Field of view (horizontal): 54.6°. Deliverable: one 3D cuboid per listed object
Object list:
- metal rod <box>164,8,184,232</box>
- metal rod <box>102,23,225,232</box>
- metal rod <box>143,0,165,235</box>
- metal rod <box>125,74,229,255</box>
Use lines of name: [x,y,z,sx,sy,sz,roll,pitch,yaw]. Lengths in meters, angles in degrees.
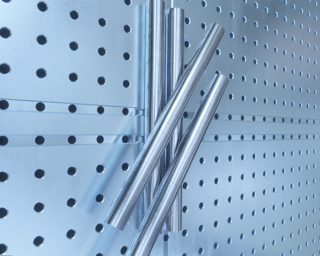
metal rod: [0.019,-0.011,0.425,0.025,0.025,0.298,1,89,-40]
metal rod: [0.015,-0.017,0.389,0.025,0.025,0.300,42,65,-32]
metal rod: [-0.008,-0.014,0.402,0.025,0.025,0.298,1,89,-40]
metal rod: [0.023,0.053,0.394,0.025,0.025,0.300,42,65,-32]
